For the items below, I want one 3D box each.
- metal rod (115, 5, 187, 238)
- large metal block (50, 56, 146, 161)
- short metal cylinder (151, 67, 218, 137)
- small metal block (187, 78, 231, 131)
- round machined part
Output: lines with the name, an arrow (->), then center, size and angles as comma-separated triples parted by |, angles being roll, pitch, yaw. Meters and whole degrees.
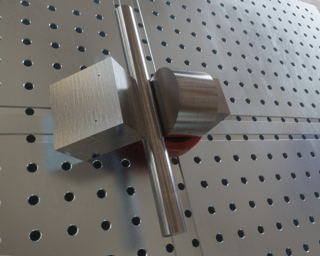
metal rod -> -0.018, -0.028, 0.364 | 0.025, 0.025, 0.299 | 1, 61, -28
large metal block -> -0.069, -0.018, 0.340 | 0.050, 0.080, 0.080 | 40, 33, -60
short metal cylinder -> 0.024, -0.029, 0.366 | 0.050, 0.080, 0.080 | 1, 62, -28
small metal block -> 0.056, -0.028, 0.387 | 0.025, 0.050, 0.050 | 1, 62, -28
round machined part -> 0.004, -0.006, 0.403 | 0.099, 0.042, 0.098 | 14, 56, -21
